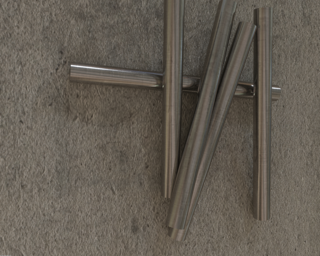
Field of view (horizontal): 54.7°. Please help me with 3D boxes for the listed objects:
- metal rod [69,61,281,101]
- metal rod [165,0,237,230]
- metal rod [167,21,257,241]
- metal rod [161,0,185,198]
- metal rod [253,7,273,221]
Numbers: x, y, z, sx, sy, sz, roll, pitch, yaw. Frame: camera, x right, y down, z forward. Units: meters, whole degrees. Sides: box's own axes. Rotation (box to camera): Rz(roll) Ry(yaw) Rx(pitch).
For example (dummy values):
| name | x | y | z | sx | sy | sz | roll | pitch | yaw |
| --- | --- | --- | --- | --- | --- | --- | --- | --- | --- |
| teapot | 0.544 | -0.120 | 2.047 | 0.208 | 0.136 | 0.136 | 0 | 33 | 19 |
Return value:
| name | x | y | z | sx | sy | sz | roll | pitch | yaw |
| --- | --- | --- | --- | --- | --- | --- | --- | --- | --- |
| metal rod | 0.035 | -0.060 | 0.421 | 0.302 | 0.025 | 0.025 | 3 | 89 | -20 |
| metal rod | 0.055 | -0.022 | 0.400 | 0.025 | 0.025 | 0.299 | 16 | 84 | -19 |
| metal rod | 0.069 | 0.005 | 0.415 | 0.025 | 0.025 | 0.298 | 18 | 91 | -19 |
| metal rod | 0.016 | -0.057 | 0.387 | 0.025 | 0.025 | 0.298 | -3 | 101 | -20 |
| metal rod | 0.146 | -0.013 | 0.441 | 0.025 | 0.025 | 0.298 | -6 | 100 | -20 |
